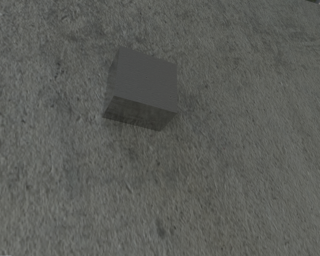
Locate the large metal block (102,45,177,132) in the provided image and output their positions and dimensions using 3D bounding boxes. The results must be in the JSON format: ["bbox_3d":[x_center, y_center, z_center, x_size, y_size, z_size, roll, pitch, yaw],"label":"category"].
[{"bbox_3d":[-0.025,-0.050,0.404,0.081,0.050,0.080,14,56,-20],"label":"large metal block"}]
